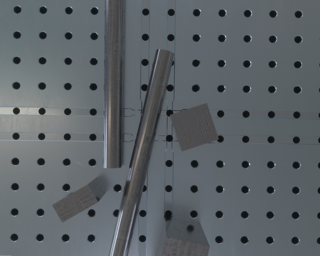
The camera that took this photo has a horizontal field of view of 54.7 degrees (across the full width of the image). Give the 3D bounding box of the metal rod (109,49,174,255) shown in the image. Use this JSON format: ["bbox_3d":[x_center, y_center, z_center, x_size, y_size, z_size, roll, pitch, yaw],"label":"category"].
[{"bbox_3d":[-0.027,0.044,0.412,0.025,0.025,0.298,13,90,0],"label":"metal rod"}]

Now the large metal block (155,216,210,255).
[{"bbox_3d":[0.022,0.165,0.386,0.050,0.080,0.080,13,90,0],"label":"large metal block"}]

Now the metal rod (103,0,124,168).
[{"bbox_3d":[-0.062,-0.097,0.412,0.025,0.025,0.298,1,90,0],"label":"metal rod"}]

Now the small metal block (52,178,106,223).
[{"bbox_3d":[-0.103,0.091,0.400,0.050,0.050,0.025,-30,90,0],"label":"small metal block"}]

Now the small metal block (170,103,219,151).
[{"bbox_3d":[0.045,-0.001,0.414,0.050,0.025,0.050,-18,90,0],"label":"small metal block"}]
